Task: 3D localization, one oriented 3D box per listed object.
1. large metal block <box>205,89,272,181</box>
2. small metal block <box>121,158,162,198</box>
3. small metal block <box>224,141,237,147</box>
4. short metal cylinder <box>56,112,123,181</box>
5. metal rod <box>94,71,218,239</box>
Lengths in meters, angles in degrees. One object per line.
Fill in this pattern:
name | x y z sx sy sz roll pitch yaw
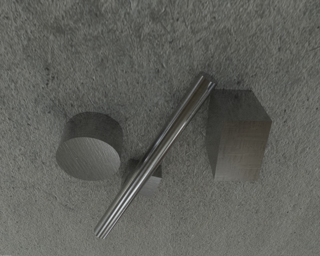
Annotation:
large metal block | 0.088 0.006 0.370 0.050 0.080 0.079 1 121 -2
small metal block | -0.029 0.077 0.473 0.050 0.025 0.050 14 129 -12
small metal block | 0.103 0.039 0.442 0.050 0.025 0.050 -3 131 2
short metal cylinder | -0.091 0.025 0.411 0.081 0.050 0.079 0 130 0
metal rod | -0.018 0.053 0.424 0.025 0.025 0.298 24 118 -19
